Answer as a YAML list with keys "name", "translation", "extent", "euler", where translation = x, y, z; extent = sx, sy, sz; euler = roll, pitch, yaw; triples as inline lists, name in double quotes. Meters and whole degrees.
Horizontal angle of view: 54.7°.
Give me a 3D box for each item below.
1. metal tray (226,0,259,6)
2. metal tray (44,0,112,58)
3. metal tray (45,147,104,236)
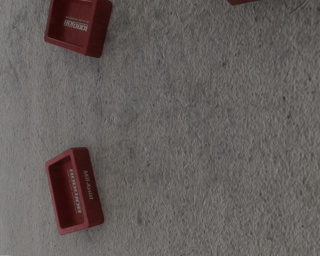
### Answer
- name: "metal tray"
  translation: [0.122, -0.174, 0.286]
  extent: [0.130, 0.030, 0.089]
  euler: [0, 90, 30]
- name: "metal tray"
  translation: [-0.141, -0.175, 0.517]
  extent: [0.130, 0.030, 0.089]
  euler: [25, 106, 37]
- name: "metal tray"
  translation: [-0.147, 0.107, 0.523]
  extent: [0.090, 0.030, 0.129]
  euler: [-26, 74, 37]
